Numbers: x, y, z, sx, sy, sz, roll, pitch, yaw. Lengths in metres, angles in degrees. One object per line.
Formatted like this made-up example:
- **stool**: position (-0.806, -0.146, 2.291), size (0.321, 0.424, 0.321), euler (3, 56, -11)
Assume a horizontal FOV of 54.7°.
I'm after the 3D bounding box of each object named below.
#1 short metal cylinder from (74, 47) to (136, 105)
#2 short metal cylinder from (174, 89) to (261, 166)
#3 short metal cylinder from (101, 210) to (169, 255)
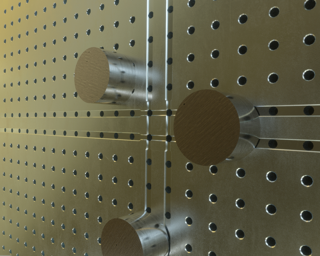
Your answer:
- **short metal cylinder**: position (-0.082, -0.075, 0.461), size (0.080, 0.050, 0.079), euler (0, 90, 40)
- **short metal cylinder**: position (0.062, -0.001, 0.342), size (0.080, 0.050, 0.079), euler (0, 90, 40)
- **short metal cylinder**: position (-0.035, 0.158, 0.422), size (0.080, 0.050, 0.079), euler (0, 90, 40)
